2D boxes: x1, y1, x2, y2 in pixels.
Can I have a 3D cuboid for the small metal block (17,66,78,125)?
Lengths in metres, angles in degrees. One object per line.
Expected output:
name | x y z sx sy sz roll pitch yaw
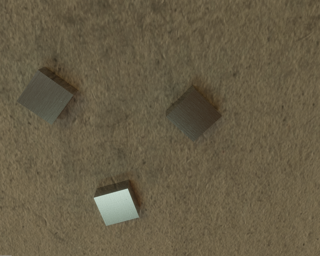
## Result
small metal block | -0.142 -0.041 0.393 0.050 0.025 0.050 37 106 -13

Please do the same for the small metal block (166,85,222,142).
small metal block | 0.043 -0.019 0.403 0.050 0.025 0.050 42 104 -14

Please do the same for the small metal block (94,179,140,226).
small metal block | -0.061 0.108 0.449 0.050 0.025 0.050 -16 110 5
